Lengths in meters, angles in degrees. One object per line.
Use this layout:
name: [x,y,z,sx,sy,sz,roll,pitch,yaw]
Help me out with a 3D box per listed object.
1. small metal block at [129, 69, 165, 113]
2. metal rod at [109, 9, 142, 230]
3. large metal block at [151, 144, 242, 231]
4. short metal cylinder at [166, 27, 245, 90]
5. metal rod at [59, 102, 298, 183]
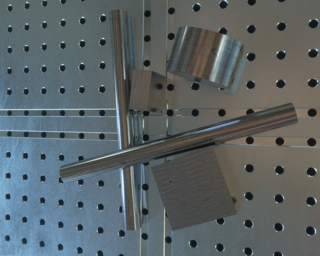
small metal block: [-0.016,-0.047,0.405,0.025,0.050,0.050,8,93,20]
metal rod: [-0.048,-0.012,0.429,0.025,0.025,0.298,-4,89,20]
large metal block: [0.046,0.071,0.383,0.080,0.050,0.080,-22,83,18]
short metal cylinder: [0.052,-0.081,0.365,0.080,0.080,0.050,19,96,19]
metal rod: [0.013,0.023,0.389,0.301,0.025,0.025,-16,85,12]
